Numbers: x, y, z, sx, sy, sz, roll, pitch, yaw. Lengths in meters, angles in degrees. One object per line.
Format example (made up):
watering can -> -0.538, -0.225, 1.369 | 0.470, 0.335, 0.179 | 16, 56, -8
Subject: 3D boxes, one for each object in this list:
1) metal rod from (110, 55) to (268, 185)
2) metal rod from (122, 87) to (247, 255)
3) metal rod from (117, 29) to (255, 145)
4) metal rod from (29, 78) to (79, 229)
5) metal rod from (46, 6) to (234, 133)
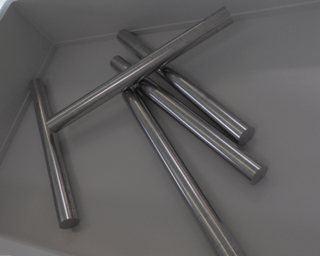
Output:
metal rod -> 0.016, -0.029, 0.415 | 0.025, 0.025, 0.300 | -45, 51, -3
metal rod -> 0.019, 0.047, 0.366 | 0.025, 0.025, 0.300 | -36, 51, 4
metal rod -> 0.017, -0.075, 0.442 | 0.025, 0.025, 0.300 | -43, 51, -1
metal rod -> -0.173, 0.019, 0.484 | 0.025, 0.025, 0.300 | -34, 51, 6
metal rod -> -0.037, -0.076, 0.438 | 0.300, 0.025, 0.025 | -30, 52, 13
